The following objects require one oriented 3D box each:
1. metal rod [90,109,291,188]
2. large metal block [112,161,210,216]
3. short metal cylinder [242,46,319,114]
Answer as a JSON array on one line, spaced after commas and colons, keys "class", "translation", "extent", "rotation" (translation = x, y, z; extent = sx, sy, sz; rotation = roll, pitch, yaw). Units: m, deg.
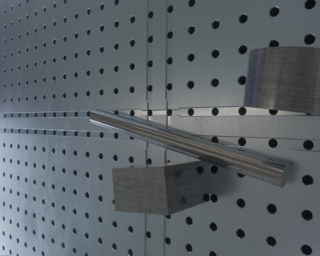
[{"class": "metal rod", "translation": [0.011, 0.015, 0.399], "extent": [0.300, 0.025, 0.025], "rotation": [16, 100, 38]}, {"class": "large metal block", "translation": [0.002, 0.068, 0.372], "extent": [0.080, 0.081, 0.050], "rotation": [-8, 85, 39]}, {"class": "short metal cylinder", "translation": [0.118, -0.040, 0.276], "extent": [0.080, 0.081, 0.050], "rotation": [10, 97, 39]}]
